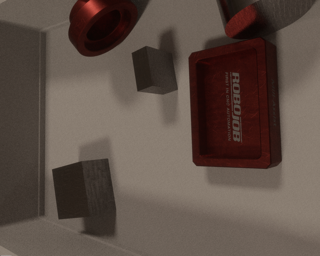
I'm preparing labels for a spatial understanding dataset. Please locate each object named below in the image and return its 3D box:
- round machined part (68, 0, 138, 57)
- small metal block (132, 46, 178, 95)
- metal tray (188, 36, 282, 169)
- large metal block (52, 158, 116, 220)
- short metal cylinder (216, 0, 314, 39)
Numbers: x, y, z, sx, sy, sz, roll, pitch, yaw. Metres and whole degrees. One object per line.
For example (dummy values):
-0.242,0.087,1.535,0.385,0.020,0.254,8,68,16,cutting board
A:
-0.082,-0.146,0.420,0.098,0.099,0.042,-44,79,31,round machined part
-0.006,-0.072,0.394,0.025,0.050,0.050,-15,81,39,small metal block
0.079,-0.023,0.337,0.090,0.030,0.129,-3,88,39,metal tray
-0.121,0.096,0.487,0.080,0.050,0.080,-17,79,38,large metal block
0.095,-0.126,0.292,0.080,0.081,0.050,-20,77,38,short metal cylinder
